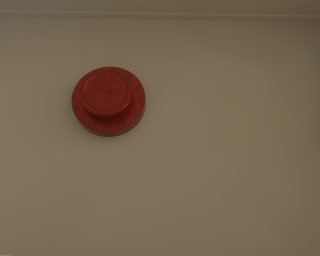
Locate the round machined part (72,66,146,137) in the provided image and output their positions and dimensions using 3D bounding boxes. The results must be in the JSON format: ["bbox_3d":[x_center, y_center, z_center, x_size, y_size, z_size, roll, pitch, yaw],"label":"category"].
[{"bbox_3d":[-0.069,-0.041,0.415,0.099,0.042,0.098,0,70,-1],"label":"round machined part"}]
